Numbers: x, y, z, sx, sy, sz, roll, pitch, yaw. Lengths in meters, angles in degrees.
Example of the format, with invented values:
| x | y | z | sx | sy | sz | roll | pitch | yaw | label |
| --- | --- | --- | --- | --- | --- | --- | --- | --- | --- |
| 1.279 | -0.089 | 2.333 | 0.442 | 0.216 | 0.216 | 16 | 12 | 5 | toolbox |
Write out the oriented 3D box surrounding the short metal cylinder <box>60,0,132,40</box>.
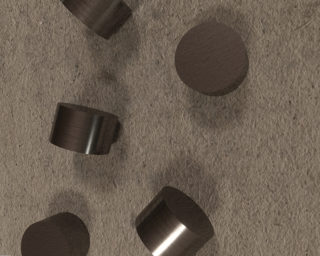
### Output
| x | y | z | sx | sy | sz | roll | pitch | yaw | label |
| --- | --- | --- | --- | --- | --- | --- | --- | --- | --- |
| -0.083 | -0.163 | 0.408 | 0.050 | 0.080 | 0.080 | -46 | 76 | 14 | short metal cylinder |

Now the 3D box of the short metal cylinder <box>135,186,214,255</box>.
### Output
| x | y | z | sx | sy | sz | roll | pitch | yaw | label |
| --- | --- | --- | --- | --- | --- | --- | --- | --- | --- |
| 0.018 | 0.117 | 0.373 | 0.080 | 0.080 | 0.050 | 43 | 103 | 14 | short metal cylinder |

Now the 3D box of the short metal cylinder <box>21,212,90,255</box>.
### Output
| x | y | z | sx | sy | sz | roll | pitch | yaw | label |
| --- | --- | --- | --- | --- | --- | --- | --- | --- | --- |
| -0.150 | 0.168 | 0.447 | 0.080 | 0.050 | 0.079 | 0 | 90 | 19 | short metal cylinder |

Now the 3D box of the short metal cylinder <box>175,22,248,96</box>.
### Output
| x | y | z | sx | sy | sz | roll | pitch | yaw | label |
| --- | --- | --- | --- | --- | --- | --- | --- | --- | --- |
| 0.064 | -0.080 | 0.373 | 0.080 | 0.050 | 0.079 | 0 | 90 | 19 | short metal cylinder |

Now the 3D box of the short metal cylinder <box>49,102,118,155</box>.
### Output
| x | y | z | sx | sy | sz | roll | pitch | yaw | label |
| --- | --- | --- | --- | --- | --- | --- | --- | --- | --- |
| -0.101 | 0.000 | 0.414 | 0.080 | 0.080 | 0.050 | 17 | 96 | 19 | short metal cylinder |
